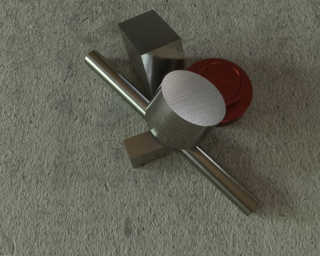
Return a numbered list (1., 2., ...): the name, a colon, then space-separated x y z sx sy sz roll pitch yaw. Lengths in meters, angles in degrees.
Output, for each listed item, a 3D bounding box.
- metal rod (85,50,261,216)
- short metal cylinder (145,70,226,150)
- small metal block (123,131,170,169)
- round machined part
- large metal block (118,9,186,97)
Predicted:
1. metal rod: 0.008 -0.002 0.411 0.300 0.025 0.025 43 75 14
2. short metal cylinder: 0.029 -0.021 0.365 0.081 0.050 0.080 14 51 -18
3. small metal block: -0.016 0.025 0.387 0.050 0.050 0.025 -20 71 -8
4. round machined part: 0.077 -0.054 0.420 0.099 0.042 0.098 0 70 -1
5. large metal block: -0.007 -0.093 0.403 0.050 0.080 0.080 -26 50 -8
